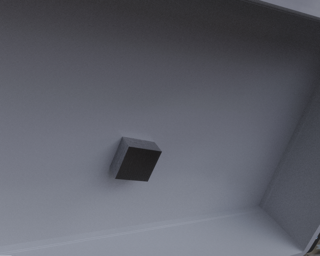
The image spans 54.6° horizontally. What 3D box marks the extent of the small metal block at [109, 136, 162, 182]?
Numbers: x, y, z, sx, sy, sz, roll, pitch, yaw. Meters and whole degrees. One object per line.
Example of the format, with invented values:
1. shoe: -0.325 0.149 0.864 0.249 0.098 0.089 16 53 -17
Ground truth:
1. small metal block: -0.033 0.043 0.416 0.050 0.025 0.050 12 112 -33
